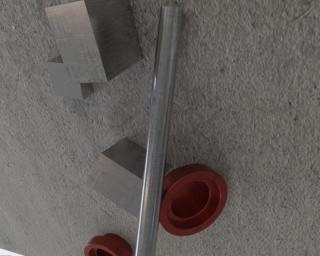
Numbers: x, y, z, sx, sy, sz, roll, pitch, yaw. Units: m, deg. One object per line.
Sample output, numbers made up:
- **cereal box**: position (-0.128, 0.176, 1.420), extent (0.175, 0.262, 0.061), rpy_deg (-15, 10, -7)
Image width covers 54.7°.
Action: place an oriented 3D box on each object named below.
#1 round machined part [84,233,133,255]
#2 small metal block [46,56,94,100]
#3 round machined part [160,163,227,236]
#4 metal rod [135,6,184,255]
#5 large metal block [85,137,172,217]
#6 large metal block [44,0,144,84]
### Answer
- **round machined part**: position (-0.093, 0.242, 0.595), extent (0.098, 0.042, 0.097), rpy_deg (13, 124, 21)
- **small metal block**: position (-0.124, -0.070, 0.429), extent (0.050, 0.025, 0.050), rpy_deg (11, 123, 22)
- **round machined part**: position (0.036, 0.090, 0.410), extent (0.042, 0.099, 0.097), rpy_deg (-137, 32, -58)
- **metal rod**: position (-0.003, 0.021, 0.351), extent (0.025, 0.025, 0.298), rpy_deg (10, 101, 22)
- **large metal block**: position (-0.039, 0.063, 0.423), extent (0.080, 0.080, 0.050), rpy_deg (32, 110, 7)
- **large metal block**: position (-0.067, -0.102, 0.344), extent (0.050, 0.080, 0.080), rpy_deg (2, 119, 27)
